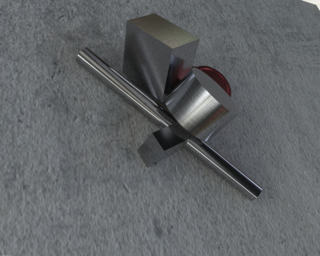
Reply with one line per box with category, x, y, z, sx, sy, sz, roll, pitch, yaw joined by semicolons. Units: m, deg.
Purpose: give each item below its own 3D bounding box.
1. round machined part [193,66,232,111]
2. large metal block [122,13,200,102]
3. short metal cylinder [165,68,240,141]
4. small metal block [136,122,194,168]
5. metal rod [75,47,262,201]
round machined part;0.067;-0.054;0.465;0.099;0.042;0.098;14;56;-21
large metal block;-0.002;-0.095;0.415;0.080;0.079;0.050;38;48;26
short metal cylinder;0.053;-0.030;0.390;0.080;0.050;0.080;36;24;-19
small metal block;0.006;0.020;0.383;0.050;0.050;0.025;-23;74;-37
metal rod;0.014;-0.004;0.417;0.300;0.025;0.025;39;51;-3
